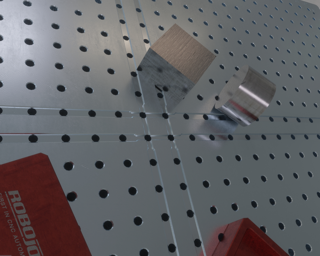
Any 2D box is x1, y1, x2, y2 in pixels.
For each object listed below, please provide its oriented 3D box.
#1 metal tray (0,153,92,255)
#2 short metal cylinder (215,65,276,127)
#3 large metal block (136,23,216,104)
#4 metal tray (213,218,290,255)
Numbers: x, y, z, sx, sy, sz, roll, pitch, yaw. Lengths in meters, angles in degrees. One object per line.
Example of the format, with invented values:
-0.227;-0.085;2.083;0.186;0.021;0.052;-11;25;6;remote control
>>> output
-0.125;0.096;0.279;0.091;0.030;0.130;-18;72;-35;metal tray
0.129;-0.049;0.472;0.050;0.080;0.080;33;51;-7;short metal cylinder
0.026;-0.098;0.465;0.080;0.050;0.080;38;51;-3;large metal block
0.122;0.182;0.359;0.130;0.030;0.090;42;51;1;metal tray
